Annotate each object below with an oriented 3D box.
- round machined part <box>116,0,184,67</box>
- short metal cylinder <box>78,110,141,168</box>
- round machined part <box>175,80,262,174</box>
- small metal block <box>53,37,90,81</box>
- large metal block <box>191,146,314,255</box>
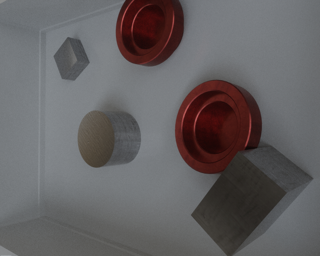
[{"bbox_3d":[-0.009,-0.128,0.401,0.098,0.042,0.097,0,90,39],"label":"round machined part"},{"bbox_3d":[-0.074,0.015,0.449,0.080,0.050,0.079,0,90,39],"label":"short metal cylinder"},{"bbox_3d":[0.065,0.001,0.333,0.098,0.042,0.097,-10,76,46],"label":"round machined part"},{"bbox_3d":[-0.152,-0.117,0.529,0.050,0.025,0.050,-38,67,33],"label":"small metal block"},{"bbox_3d":[0.089,0.066,0.297,0.050,0.081,0.080,45,117,30],"label":"large metal block"}]
